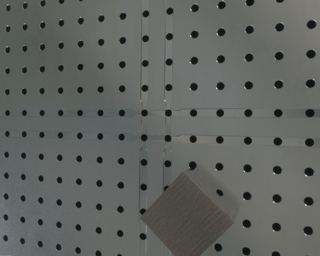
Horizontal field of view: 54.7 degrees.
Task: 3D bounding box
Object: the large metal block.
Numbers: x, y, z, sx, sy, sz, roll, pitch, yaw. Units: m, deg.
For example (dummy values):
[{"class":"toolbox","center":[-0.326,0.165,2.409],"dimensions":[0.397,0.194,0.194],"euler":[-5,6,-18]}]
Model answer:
[{"class":"large metal block","center":[0.037,0.108,0.386],"dimensions":[0.080,0.050,0.080],"euler":[44,103,14]}]
